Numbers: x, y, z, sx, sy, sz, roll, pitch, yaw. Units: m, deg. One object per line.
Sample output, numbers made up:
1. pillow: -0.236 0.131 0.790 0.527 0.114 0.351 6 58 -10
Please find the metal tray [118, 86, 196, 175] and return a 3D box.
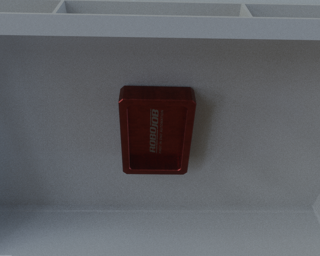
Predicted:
1. metal tray: -0.005 0.007 0.408 0.091 0.030 0.129 1 130 -2
